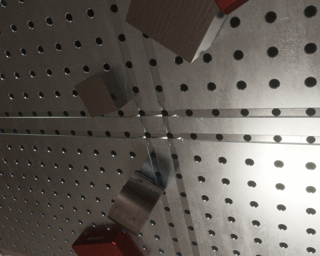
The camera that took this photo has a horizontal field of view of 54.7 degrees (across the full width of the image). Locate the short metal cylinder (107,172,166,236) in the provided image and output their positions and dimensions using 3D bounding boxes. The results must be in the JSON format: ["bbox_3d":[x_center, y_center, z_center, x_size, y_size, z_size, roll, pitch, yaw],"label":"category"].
[{"bbox_3d":[-0.034,0.112,0.461,0.050,0.080,0.079,31,128,8],"label":"short metal cylinder"}]

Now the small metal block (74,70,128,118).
[{"bbox_3d":[-0.081,-0.046,0.424,0.050,0.025,0.050,-13,112,33],"label":"small metal block"}]

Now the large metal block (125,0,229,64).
[{"bbox_3d":[0.023,-0.124,0.298,0.080,0.050,0.079,35,135,8],"label":"large metal block"}]

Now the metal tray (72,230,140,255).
[{"bbox_3d":[-0.105,0.253,0.618,0.130,0.030,0.090,-19,109,35],"label":"metal tray"}]

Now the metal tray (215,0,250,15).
[{"bbox_3d":[0.041,-0.162,0.246,0.030,0.090,0.130,-27,104,37],"label":"metal tray"}]
